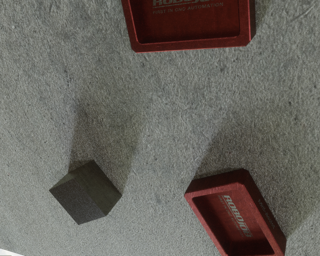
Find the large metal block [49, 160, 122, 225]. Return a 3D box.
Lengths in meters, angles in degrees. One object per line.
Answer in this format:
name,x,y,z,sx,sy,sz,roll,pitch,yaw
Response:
large metal block,-0.126,0.111,0.526,0.080,0.050,0.080,-28,104,37

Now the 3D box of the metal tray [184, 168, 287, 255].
metal tray,0.103,0.123,0.425,0.090,0.030,0.130,-21,107,36

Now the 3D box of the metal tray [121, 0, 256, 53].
metal tray,0.025,-0.126,0.311,0.130,0.030,0.089,3,120,26
